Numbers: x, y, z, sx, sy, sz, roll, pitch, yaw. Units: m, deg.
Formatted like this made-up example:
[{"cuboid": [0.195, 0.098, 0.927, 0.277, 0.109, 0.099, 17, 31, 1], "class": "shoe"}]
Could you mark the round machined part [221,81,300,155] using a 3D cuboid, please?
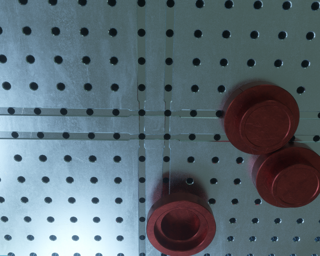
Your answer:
[{"cuboid": [0.133, -0.009, 0.403, 0.099, 0.042, 0.097, 0, 110, -1], "class": "round machined part"}]

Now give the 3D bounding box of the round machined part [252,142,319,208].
[{"cuboid": [0.184, 0.072, 0.433, 0.099, 0.042, 0.097, 0, 110, -1], "class": "round machined part"}]

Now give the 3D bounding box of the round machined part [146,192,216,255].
[{"cuboid": [0.030, 0.136, 0.455, 0.099, 0.042, 0.097, 0, 110, -1], "class": "round machined part"}]
